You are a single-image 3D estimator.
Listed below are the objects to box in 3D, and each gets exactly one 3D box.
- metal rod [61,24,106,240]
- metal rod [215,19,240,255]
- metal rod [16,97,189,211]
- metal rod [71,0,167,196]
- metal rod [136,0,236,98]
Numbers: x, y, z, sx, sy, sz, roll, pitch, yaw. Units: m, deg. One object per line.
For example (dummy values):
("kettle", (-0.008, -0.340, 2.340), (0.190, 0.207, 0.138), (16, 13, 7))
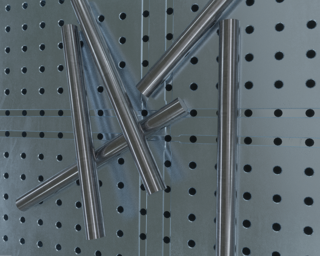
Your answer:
("metal rod", (-0.108, -0.003, 0.428), (0.025, 0.025, 0.299), (-14, 77, 19))
("metal rod", (0.083, 0.019, 0.382), (0.025, 0.025, 0.298), (1, 90, 19))
("metal rod", (-0.093, 0.045, 0.443), (0.300, 0.025, 0.025), (-31, 80, 17))
("metal rod", (-0.061, -0.055, 0.413), (0.025, 0.025, 0.299), (-29, 74, 17))
("metal rod", (0.075, -0.156, 0.385), (0.025, 0.025, 0.299), (46, 104, 14))
